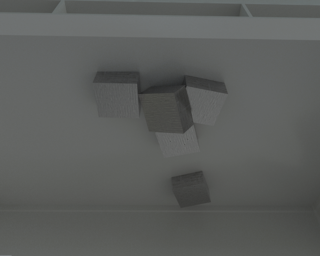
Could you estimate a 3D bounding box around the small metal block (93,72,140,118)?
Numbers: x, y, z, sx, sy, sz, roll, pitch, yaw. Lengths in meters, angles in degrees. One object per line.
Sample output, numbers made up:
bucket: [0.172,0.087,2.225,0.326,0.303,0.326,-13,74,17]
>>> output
small metal block: [-0.050,-0.039,0.373,0.050,0.025,0.050,2,130,2]

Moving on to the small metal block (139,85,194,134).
small metal block: [0.008,-0.022,0.368,0.050,0.025,0.050,2,118,36]

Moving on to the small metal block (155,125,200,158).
small metal block: [0.024,0.011,0.419,0.050,0.025,0.050,-11,130,9]

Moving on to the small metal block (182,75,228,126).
small metal block: [0.049,-0.033,0.382,0.050,0.025,0.050,10,130,-9]

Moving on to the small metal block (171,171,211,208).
small metal block: [0.050,0.099,0.494,0.050,0.025,0.050,-14,129,11]
